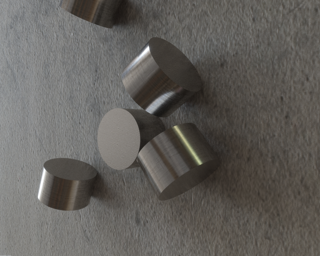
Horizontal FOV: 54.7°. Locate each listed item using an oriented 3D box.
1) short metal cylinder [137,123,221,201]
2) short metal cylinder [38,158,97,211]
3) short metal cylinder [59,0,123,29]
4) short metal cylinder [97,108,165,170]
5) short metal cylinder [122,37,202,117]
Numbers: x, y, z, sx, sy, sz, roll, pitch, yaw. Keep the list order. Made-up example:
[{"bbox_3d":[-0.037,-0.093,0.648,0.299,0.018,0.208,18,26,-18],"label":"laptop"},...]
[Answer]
[{"bbox_3d":[0.021,0.039,0.350,0.080,0.081,0.050,-47,62,29],"label":"short metal cylinder"},{"bbox_3d":[-0.145,0.086,0.486,0.080,0.081,0.050,25,106,37],"label":"short metal cylinder"},{"bbox_3d":[-0.098,-0.185,0.447,0.080,0.081,0.050,39,114,32],"label":"short metal cylinder"},{"bbox_3d":[-0.039,0.014,0.419,0.080,0.050,0.079,0,90,39],"label":"short metal cylinder"},{"bbox_3d":[0.002,-0.059,0.365,0.050,0.081,0.080,-41,66,32],"label":"short metal cylinder"}]
